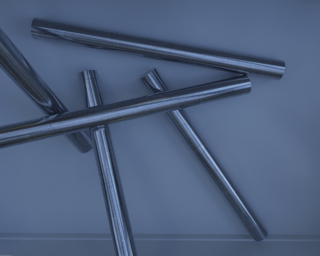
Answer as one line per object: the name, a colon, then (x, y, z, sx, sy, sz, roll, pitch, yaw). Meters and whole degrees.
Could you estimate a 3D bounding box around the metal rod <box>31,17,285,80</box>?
metal rod: (0.001, -0.095, 0.376, 0.302, 0.025, 0.025, 9, 110, -4)

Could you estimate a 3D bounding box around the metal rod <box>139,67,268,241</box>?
metal rod: (0.069, 0.047, 0.429, 0.025, 0.025, 0.299, -33, 107, 11)

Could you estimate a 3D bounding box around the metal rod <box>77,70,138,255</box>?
metal rod: (-0.057, 0.077, 0.374, 0.025, 0.025, 0.298, -13, 85, 4)

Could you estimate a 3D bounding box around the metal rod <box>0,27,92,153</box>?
metal rod: (-0.147, -0.065, 0.310, 0.025, 0.025, 0.299, -20, 138, 7)

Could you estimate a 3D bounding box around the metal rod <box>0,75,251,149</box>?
metal rod: (-0.036, -0.021, 0.363, 0.302, 0.025, 0.025, -13, 110, -10)
